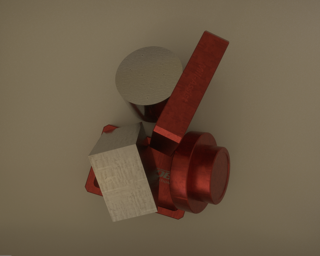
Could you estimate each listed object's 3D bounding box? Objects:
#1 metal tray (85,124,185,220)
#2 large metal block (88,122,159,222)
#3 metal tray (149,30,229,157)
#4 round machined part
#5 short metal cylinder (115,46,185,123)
[{"bbox_3d":[-0.021,0.056,0.406,0.131,0.030,0.090,17,90,0],"label":"metal tray"},{"bbox_3d":[-0.037,0.047,0.359,0.050,0.080,0.080,-15,106,6],"label":"large metal block"},{"bbox_3d":[0.032,-0.036,0.362,0.030,0.090,0.130,27,74,3],"label":"metal tray"},{"bbox_3d":[0.053,0.054,0.371,0.042,0.098,0.097,6,90,30],"label":"round machined part"},{"bbox_3d":[-0.009,-0.053,0.382,0.080,0.050,0.080,-4,67,10],"label":"short metal cylinder"}]
